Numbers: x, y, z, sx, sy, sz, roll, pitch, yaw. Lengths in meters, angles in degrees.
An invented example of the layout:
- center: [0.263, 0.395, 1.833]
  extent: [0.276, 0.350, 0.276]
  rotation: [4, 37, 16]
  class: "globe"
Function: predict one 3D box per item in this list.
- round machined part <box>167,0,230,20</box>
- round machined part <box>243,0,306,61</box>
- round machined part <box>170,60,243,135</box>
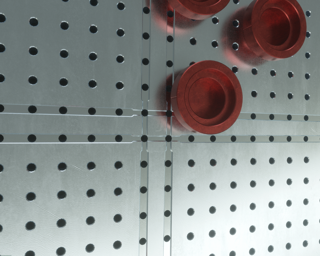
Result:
- center: [0.047, -0.195, 0.420]
  extent: [0.099, 0.042, 0.097]
  rotation: [0, 90, -20]
  class: "round machined part"
- center: [0.165, -0.149, 0.464]
  extent: [0.099, 0.042, 0.097]
  rotation: [0, 90, -20]
  class: "round machined part"
- center: [0.060, -0.040, 0.425]
  extent: [0.099, 0.042, 0.097]
  rotation: [0, 90, -20]
  class: "round machined part"
